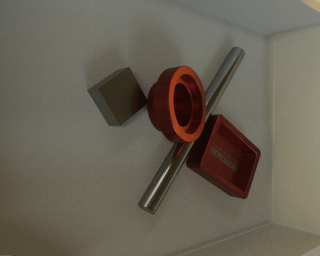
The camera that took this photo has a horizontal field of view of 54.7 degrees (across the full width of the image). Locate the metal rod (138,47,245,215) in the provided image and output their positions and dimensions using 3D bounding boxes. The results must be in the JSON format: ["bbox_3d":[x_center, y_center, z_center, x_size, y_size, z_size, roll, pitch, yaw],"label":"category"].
[{"bbox_3d":[0.056,-0.011,0.456,0.025,0.025,0.300,48,61,-30],"label":"metal rod"}]

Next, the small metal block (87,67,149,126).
[{"bbox_3d":[-0.049,-0.037,0.367,0.050,0.025,0.050,-43,116,-32],"label":"small metal block"}]

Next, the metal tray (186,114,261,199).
[{"bbox_3d":[0.106,0.048,0.494,0.130,0.030,0.090,36,68,-34],"label":"metal tray"}]

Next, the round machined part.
[{"bbox_3d":[0.020,-0.029,0.404,0.099,0.042,0.097,6,83,-56],"label":"round machined part"}]
